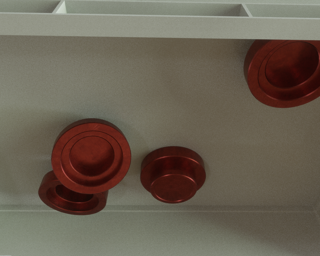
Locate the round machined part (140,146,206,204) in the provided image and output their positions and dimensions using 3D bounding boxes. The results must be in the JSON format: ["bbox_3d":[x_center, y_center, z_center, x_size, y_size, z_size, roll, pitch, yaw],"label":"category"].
[{"bbox_3d":[0.020,0.076,0.463,0.099,0.042,0.097,-1,130,0],"label":"round machined part"}]

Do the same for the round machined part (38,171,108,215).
[{"bbox_3d":[-0.127,0.089,0.467,0.099,0.042,0.097,2,136,2],"label":"round machined part"}]

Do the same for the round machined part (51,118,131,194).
[{"bbox_3d":[-0.090,0.034,0.409,0.099,0.042,0.097,-4,108,-14],"label":"round machined part"}]

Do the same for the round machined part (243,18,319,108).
[{"bbox_3d":[0.141,-0.073,0.338,0.099,0.042,0.097,-1,130,0],"label":"round machined part"}]
